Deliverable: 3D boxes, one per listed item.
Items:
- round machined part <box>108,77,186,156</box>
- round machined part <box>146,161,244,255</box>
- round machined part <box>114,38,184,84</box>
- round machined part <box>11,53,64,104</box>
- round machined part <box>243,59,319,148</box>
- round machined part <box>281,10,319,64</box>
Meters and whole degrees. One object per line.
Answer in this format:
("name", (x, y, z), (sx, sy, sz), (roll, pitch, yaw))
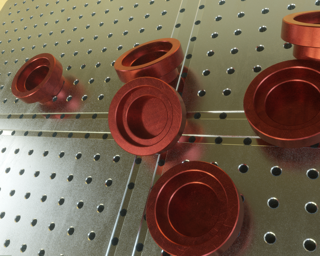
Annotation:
("round machined part", (-0.013, -0.013, 0.398), (0.098, 0.042, 0.098), (-2, 85, 20))
("round machined part", (0.038, 0.087, 0.324), (0.098, 0.042, 0.098), (-13, 56, 21))
("round machined part", (-0.012, -0.088, 0.444), (0.098, 0.042, 0.098), (-15, 33, 10))
("round machined part", (-0.217, -0.085, 0.565), (0.098, 0.042, 0.098), (-13, 56, 21))
("round machined part", (0.144, -0.022, 0.335), (0.098, 0.042, 0.098), (-13, 57, 22))
("round machined part", (0.186, -0.100, 0.343), (0.098, 0.042, 0.098), (-4, 29, 3))
